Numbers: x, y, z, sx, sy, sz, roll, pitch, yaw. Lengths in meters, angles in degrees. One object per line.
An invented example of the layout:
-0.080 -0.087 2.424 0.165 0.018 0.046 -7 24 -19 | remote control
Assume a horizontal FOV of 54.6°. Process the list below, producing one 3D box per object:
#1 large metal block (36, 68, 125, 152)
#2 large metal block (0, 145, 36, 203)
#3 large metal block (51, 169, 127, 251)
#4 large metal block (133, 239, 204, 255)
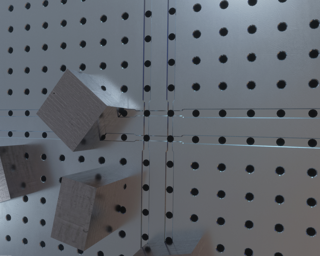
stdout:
-0.112 -0.024 0.440 0.080 0.050 0.080 42 103 15 | large metal block
-0.256 0.077 0.491 0.080 0.050 0.080 -19 84 19 | large metal block
-0.093 0.104 0.417 0.050 0.080 0.080 14 95 19 | large metal block
0.016 0.193 0.394 0.080 0.050 0.080 -13 86 19 | large metal block
